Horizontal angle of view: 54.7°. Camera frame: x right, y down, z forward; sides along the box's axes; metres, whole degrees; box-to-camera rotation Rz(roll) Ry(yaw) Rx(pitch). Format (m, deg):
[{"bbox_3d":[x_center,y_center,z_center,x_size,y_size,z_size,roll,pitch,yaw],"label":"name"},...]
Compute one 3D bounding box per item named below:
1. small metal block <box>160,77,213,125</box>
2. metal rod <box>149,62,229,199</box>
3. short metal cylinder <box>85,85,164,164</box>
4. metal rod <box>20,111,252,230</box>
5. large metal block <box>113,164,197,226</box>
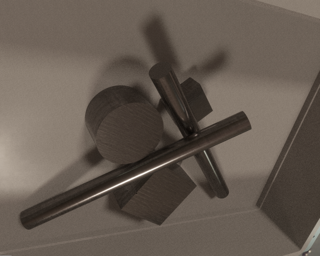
[{"bbox_3d":[0.036,-0.030,0.411,0.050,0.025,0.050,-37,130,-4],"label":"small metal block"},{"bbox_3d":[0.054,0.026,0.429,0.025,0.025,0.299,-37,138,-4],"label":"metal rod"},{"bbox_3d":[-0.043,-0.004,0.368,0.081,0.050,0.079,-14,125,-21],"label":"short metal cylinder"},{"bbox_3d":[-0.032,0.053,0.383,0.301,0.025,0.025,-25,129,3],"label":"metal rod"},{"bbox_3d":[-0.009,0.082,0.440,0.080,0.050,0.080,-49,129,6],"label":"large metal block"}]
